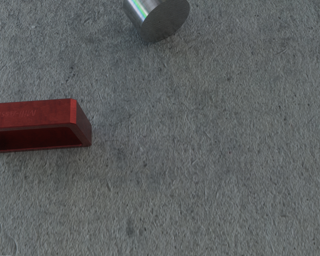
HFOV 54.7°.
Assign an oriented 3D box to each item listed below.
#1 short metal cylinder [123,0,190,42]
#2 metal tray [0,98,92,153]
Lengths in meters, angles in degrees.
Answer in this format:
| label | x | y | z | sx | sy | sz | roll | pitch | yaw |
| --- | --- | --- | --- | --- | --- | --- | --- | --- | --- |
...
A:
| label | x | y | z | sx | sy | sz | roll | pitch | yaw |
| --- | --- | --- | --- | --- | --- | --- | --- | --- | --- |
| short metal cylinder | -0.005 | -0.169 | 0.441 | 0.080 | 0.080 | 0.050 | -29 | 73 | -10 |
| metal tray | -0.156 | 0.000 | 0.372 | 0.131 | 0.090 | 0.030 | -4 | 70 | -2 |
